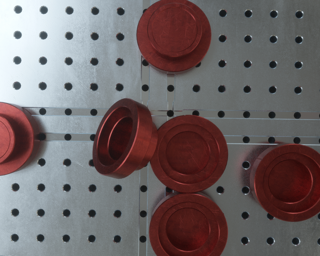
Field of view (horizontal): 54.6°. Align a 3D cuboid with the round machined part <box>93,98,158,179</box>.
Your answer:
[{"bbox_3d":[-0.040,0.015,0.386,0.042,0.098,0.098,23,90,-36],"label":"round machined part"}]

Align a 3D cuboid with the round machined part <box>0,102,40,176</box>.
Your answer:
[{"bbox_3d":[-0.214,0.014,0.404,0.099,0.042,0.097,0,90,0],"label":"round machined part"}]

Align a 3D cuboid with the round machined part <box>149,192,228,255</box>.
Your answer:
[{"bbox_3d":[0.036,0.130,0.405,0.099,0.042,0.097,0,90,0],"label":"round machined part"}]

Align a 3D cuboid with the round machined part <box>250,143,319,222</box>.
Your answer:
[{"bbox_3d":[0.166,0.068,0.406,0.099,0.042,0.097,0,90,0],"label":"round machined part"}]

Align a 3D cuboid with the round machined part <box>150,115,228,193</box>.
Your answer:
[{"bbox_3d":[0.036,0.032,0.405,0.099,0.042,0.097,0,90,0],"label":"round machined part"}]

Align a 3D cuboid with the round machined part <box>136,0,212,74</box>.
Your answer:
[{"bbox_3d":[0.018,-0.122,0.405,0.099,0.042,0.097,0,90,0],"label":"round machined part"}]
